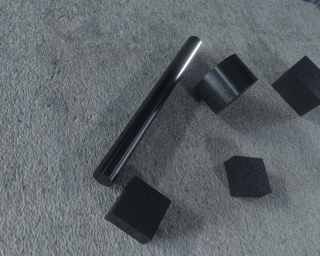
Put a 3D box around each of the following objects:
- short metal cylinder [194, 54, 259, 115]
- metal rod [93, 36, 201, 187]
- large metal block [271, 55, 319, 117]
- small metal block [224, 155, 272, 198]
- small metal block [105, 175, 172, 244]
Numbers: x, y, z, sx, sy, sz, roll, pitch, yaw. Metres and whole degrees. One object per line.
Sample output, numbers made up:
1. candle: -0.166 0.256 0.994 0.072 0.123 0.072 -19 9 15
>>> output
1. short metal cylinder: 0.099 -0.065 0.463 0.081 0.080 0.050 -34 81 -38
2. metal rod: -0.002 -0.045 0.431 0.025 0.025 0.301 35 51 -5
3. large metal block: 0.272 -0.081 0.587 0.080 0.050 0.081 49 51 6
4. small metal block: 0.121 0.068 0.430 0.050 0.025 0.050 8 58 -24
5. small metal block: -0.023 0.089 0.338 0.050 0.025 0.050 36 51 -4
